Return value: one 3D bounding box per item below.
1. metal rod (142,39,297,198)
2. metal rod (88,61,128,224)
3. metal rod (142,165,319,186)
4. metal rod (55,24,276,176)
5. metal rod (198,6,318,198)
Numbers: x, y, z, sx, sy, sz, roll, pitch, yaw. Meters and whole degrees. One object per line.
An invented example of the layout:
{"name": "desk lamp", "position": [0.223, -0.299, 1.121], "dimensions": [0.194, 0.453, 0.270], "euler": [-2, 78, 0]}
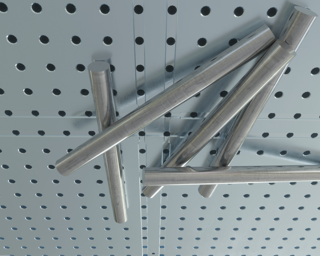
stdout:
{"name": "metal rod", "position": [0.055, 0.010, 0.405], "dimensions": [0.025, 0.025, 0.298], "euler": [23, 131, -19]}
{"name": "metal rod", "position": [-0.069, 0.043, 0.447], "dimensions": [0.025, 0.025, 0.298], "euler": [-1, 130, 0]}
{"name": "metal rod", "position": [0.126, 0.067, 0.442], "dimensions": [0.302, 0.025, 0.025], "euler": [1, 131, -13]}
{"name": "metal rod", "position": [-0.005, -0.024, 0.368], "dimensions": [0.300, 0.025, 0.025], "euler": [-32, 124, 15]}
{"name": "metal rod", "position": [0.110, -0.008, 0.406], "dimensions": [0.025, 0.025, 0.298], "euler": [11, 129, -10]}
